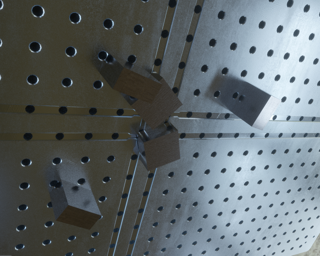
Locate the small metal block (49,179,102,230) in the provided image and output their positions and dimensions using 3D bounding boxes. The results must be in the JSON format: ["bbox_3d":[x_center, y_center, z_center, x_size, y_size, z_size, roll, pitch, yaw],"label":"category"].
[{"bbox_3d":[-0.109,0.098,0.397,0.050,0.050,0.025,33,100,-39],"label":"small metal block"}]

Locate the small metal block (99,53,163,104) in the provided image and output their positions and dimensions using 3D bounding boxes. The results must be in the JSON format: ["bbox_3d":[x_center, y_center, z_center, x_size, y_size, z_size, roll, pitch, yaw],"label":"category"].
[{"bbox_3d":[-0.033,-0.055,0.344,0.050,0.050,0.025,19,108,-36],"label":"small metal block"}]

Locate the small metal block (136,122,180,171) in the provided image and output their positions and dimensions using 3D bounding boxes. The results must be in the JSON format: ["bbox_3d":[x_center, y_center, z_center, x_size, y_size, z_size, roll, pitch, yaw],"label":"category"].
[{"bbox_3d":[-0.001,0.025,0.428,0.050,0.025,0.050,-19,126,-18],"label":"small metal block"}]

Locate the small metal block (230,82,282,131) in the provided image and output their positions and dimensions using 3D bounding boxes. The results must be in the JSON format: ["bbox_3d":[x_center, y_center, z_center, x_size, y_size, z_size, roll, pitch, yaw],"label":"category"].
[{"bbox_3d":[0.139,-0.032,0.454,0.025,0.050,0.050,16,110,-35],"label":"small metal block"}]

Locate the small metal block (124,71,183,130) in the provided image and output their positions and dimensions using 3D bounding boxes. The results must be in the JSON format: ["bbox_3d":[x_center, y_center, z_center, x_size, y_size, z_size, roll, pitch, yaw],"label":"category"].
[{"bbox_3d":[-0.008,-0.034,0.388,0.050,0.025,0.050,-41,130,0],"label":"small metal block"}]
